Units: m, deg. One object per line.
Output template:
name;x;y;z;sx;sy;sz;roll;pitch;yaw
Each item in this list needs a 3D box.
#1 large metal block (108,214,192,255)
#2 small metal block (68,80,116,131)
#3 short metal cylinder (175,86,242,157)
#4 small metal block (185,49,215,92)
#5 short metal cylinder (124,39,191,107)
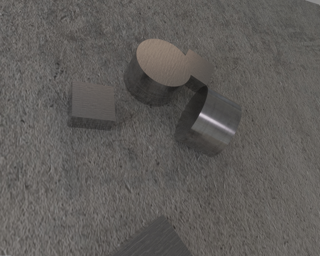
large metal block;-0.011;0.144;0.294;0.081;0.050;0.080;-30;78;-38
small metal block;-0.083;-0.027;0.375;0.050;0.025;0.050;6;59;-25
short metal cylinder;0.062;-0.008;0.407;0.050;0.080;0.080;28;52;-11
small metal block;0.053;-0.089;0.486;0.050;0.025;0.050;33;51;-7
short metal cylinder;-0.004;-0.077;0.432;0.081;0.050;0.080;14;56;-21
